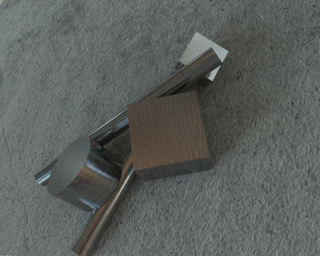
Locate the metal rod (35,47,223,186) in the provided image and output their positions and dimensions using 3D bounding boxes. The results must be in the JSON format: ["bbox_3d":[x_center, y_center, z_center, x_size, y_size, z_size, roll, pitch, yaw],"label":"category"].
[{"bbox_3d":[-0.051,-0.008,0.414,0.300,0.025,0.025,-34,51,14],"label":"metal rod"}]

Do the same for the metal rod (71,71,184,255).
[{"bbox_3d":[-0.022,0.022,0.403,0.025,0.025,0.300,19,71,35],"label":"metal rod"}]

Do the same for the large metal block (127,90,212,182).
[{"bbox_3d":[0.011,0.011,0.358,0.080,0.050,0.080,-11,65,7],"label":"large metal block"}]

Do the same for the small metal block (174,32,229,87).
[{"bbox_3d":[0.055,-0.091,0.416,0.050,0.025,0.050,30,74,-3],"label":"small metal block"}]

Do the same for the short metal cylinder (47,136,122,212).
[{"bbox_3d":[-0.094,0.057,0.387,0.080,0.050,0.080,-33,35,27],"label":"short metal cylinder"}]
